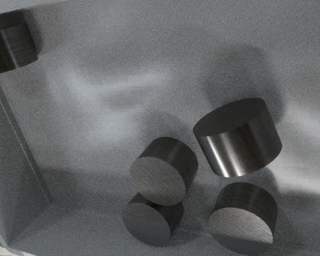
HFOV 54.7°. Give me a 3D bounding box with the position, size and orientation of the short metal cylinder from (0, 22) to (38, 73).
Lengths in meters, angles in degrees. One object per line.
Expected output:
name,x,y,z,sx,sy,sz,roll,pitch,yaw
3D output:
short metal cylinder,-0.215,-0.108,0.420,0.080,0.080,0.050,1,119,28

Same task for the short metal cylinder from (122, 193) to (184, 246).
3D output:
short metal cylinder,-0.010,0.133,0.477,0.080,0.050,0.079,12,120,22

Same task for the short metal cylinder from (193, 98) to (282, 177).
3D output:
short metal cylinder,0.083,0.009,0.335,0.080,0.080,0.050,-16,110,34

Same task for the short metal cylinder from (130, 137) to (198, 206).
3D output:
short metal cylinder,0.006,0.059,0.426,0.080,0.050,0.079,13,124,21

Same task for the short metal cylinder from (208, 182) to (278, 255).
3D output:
short metal cylinder,0.110,0.119,0.408,0.080,0.050,0.079,13,124,21
